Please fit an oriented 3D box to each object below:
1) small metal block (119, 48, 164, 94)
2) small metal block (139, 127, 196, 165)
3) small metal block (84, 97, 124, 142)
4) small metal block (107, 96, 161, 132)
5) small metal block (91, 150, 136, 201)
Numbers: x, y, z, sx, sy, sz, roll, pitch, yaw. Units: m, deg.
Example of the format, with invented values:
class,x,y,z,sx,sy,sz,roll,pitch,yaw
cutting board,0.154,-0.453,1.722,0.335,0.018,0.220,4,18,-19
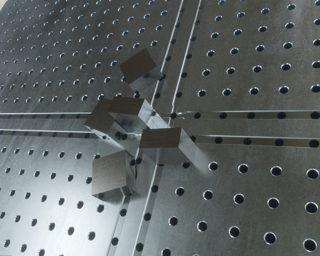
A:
class,x,y,z,sx,sy,sz,roll,pitch,yaw
small metal block,-0.029,-0.088,0.479,0.050,0.025,0.050,-32,51,7
small metal block,0.010,0.023,0.373,0.050,0.050,0.025,-3,60,27
small metal block,-0.076,-0.013,0.457,0.050,0.025,0.050,19,72,35
small metal block,-0.034,-0.018,0.422,0.050,0.050,0.025,8,66,31
small metal block,-0.060,0.062,0.403,0.050,0.025,0.050,-18,55,17
